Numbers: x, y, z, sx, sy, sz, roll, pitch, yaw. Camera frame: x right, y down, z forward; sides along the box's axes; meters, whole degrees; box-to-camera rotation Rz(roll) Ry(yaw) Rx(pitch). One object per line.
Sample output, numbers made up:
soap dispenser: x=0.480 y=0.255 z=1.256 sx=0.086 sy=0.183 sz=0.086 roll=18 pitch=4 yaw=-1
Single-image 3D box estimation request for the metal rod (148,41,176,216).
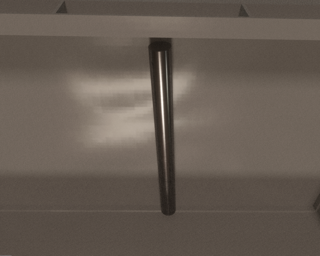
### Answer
metal rod: x=0.007 y=0.025 z=0.430 sx=0.025 sy=0.025 sz=0.298 roll=-2 pitch=130 yaw=1
